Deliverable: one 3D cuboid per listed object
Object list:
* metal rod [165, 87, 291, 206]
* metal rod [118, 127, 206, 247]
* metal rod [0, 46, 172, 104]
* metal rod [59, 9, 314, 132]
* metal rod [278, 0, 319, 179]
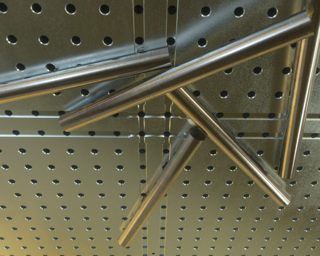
[{"bbox_3d":[0.108,0.033,0.441,0.025,0.025,0.300,-33,123,25],"label":"metal rod"},{"bbox_3d":[-0.009,0.113,0.507,0.025,0.025,0.298,18,128,-15],"label":"metal rod"},{"bbox_3d":[-0.136,-0.052,0.365,0.301,0.025,0.025,-10,130,8],"label":"metal rod"},{"bbox_3d":[0.007,-0.052,0.343,0.300,0.025,0.025,-19,128,24],"label":"metal rod"},{"bbox_3d":[0.171,-0.044,0.376,0.025,0.025,0.298,-7,130,5],"label":"metal rod"}]
